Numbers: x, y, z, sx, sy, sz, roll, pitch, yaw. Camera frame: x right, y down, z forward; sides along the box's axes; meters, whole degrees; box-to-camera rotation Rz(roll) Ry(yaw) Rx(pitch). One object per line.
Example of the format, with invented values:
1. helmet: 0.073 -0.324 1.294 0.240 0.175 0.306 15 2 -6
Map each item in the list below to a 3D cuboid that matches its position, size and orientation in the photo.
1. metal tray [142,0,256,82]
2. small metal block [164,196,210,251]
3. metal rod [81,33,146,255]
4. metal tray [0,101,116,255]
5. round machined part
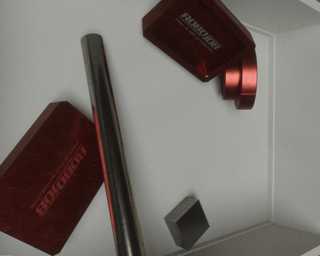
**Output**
1. metal tray: 0.052 -0.123 0.408 0.131 0.090 0.030 29 41 -37
2. small metal block: 0.039 0.135 0.442 0.050 0.025 0.050 -36 112 -34
3. metal rod: -0.043 0.039 0.297 0.025 0.025 0.299 4 64 -40
4. metal tray: -0.107 0.048 0.315 0.090 0.030 0.130 45 63 -31
5. round machined part: 0.118 -0.077 0.475 0.098 0.042 0.097 -2 92 -84
